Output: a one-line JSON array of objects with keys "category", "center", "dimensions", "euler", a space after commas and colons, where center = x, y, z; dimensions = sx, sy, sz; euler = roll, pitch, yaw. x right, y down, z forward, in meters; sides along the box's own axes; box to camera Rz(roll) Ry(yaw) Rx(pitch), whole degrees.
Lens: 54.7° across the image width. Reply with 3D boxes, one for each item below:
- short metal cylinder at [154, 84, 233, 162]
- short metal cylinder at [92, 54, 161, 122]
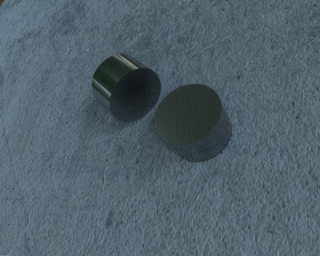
[{"category": "short metal cylinder", "center": [0.041, -0.006, 0.370], "dimensions": [0.080, 0.050, 0.080], "euler": [-13, 56, 21]}, {"category": "short metal cylinder", "center": [-0.046, -0.055, 0.427], "dimensions": [0.080, 0.080, 0.050], "euler": [-46, 51, -4]}]
